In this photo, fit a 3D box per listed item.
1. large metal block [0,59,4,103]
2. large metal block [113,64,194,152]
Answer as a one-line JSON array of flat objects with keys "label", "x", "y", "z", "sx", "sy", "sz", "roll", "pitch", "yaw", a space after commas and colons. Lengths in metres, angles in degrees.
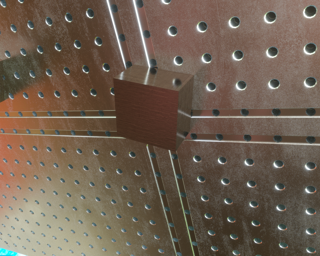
[{"label": "large metal block", "x": -0.297, "y": -0.070, "z": 0.486, "sx": 0.050, "sy": 0.080, "sz": 0.079, "roll": 28, "pitch": 128, "yaw": 10}, {"label": "large metal block", "x": -0.007, "y": -0.026, "z": 0.381, "sx": 0.080, "sy": 0.050, "sz": 0.079, "roll": 14, "pitch": 124, "yaw": 20}]
